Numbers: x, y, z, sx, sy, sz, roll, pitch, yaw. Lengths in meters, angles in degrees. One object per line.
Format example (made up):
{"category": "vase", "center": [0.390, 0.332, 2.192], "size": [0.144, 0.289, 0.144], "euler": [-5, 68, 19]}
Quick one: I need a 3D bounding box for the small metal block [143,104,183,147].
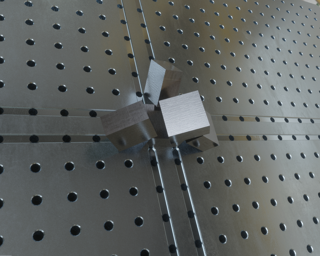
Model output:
{"category": "small metal block", "center": [0.001, -0.003, 0.410], "size": [0.050, 0.025, 0.050], "euler": [2, 61, -27]}

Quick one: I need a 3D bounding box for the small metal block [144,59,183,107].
{"category": "small metal block", "center": [0.003, -0.060, 0.417], "size": [0.025, 0.050, 0.050], "euler": [3, 25, -26]}

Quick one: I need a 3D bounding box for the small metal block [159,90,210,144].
{"category": "small metal block", "center": [0.030, -0.013, 0.385], "size": [0.050, 0.025, 0.050], "euler": [-15, 65, 1]}

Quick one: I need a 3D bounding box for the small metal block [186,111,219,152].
{"category": "small metal block", "center": [0.053, 0.000, 0.422], "size": [0.050, 0.025, 0.050], "euler": [27, 45, -52]}

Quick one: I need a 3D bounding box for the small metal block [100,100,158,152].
{"category": "small metal block", "center": [-0.035, -0.001, 0.361], "size": [0.050, 0.050, 0.025], "euler": [-22, 64, 0]}
